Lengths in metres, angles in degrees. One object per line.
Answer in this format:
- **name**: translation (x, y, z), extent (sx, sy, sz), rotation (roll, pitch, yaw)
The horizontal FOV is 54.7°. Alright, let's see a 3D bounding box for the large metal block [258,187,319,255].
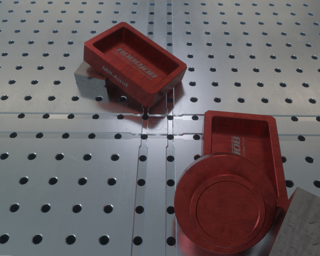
- **large metal block**: translation (0.122, 0.114, 0.277), extent (0.050, 0.080, 0.080), rotation (27, 55, 20)

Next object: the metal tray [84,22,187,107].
- **metal tray**: translation (-0.037, -0.098, 0.463), extent (0.130, 0.030, 0.090), rotation (37, 54, 12)

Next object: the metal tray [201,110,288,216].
- **metal tray**: translation (0.096, 0.039, 0.372), extent (0.090, 0.030, 0.130), rotation (5, 50, 4)

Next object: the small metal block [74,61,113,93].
- **small metal block**: translation (-0.096, -0.085, 0.479), extent (0.050, 0.025, 0.050), rotation (14, 51, 11)

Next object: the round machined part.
- **round machined part**: translation (0.063, 0.075, 0.299), extent (0.099, 0.042, 0.097), rotation (0, 92, 4)
